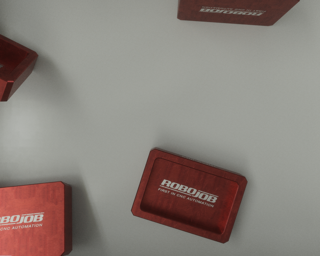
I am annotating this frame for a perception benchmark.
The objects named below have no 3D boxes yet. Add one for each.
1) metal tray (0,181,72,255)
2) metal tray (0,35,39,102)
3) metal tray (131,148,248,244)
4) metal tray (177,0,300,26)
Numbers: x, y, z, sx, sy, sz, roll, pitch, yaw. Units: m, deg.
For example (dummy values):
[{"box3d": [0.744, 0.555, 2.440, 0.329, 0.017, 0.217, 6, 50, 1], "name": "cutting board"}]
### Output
[{"box3d": [-0.181, 0.121, 0.394, 0.131, 0.030, 0.090, -6, 72, 0], "name": "metal tray"}, {"box3d": [-0.222, -0.090, 0.359, 0.131, 0.090, 0.030, 26, 120, -16], "name": "metal tray"}, {"box3d": [0.037, 0.087, 0.408, 0.131, 0.030, 0.090, 18, 90, 0], "name": "metal tray"}, {"box3d": [0.089, -0.158, 0.379, 0.131, 0.090, 0.030, 4, 90, 0], "name": "metal tray"}]
